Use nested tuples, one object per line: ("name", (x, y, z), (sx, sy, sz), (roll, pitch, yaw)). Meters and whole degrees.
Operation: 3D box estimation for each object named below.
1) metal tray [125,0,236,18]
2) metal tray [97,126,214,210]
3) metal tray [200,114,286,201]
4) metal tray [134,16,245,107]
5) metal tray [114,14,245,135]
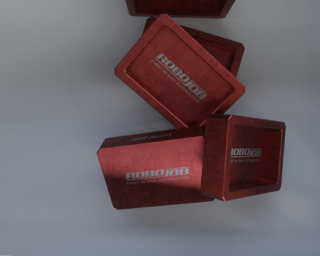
("metal tray", (0.024, -0.166, 0.379), (0.131, 0.090, 0.030), (1, 90, -1))
("metal tray", (-0.002, 0.051, 0.382), (0.131, 0.030, 0.089), (-8, 113, 9))
("metal tray", (0.104, 0.033, 0.370), (0.131, 0.030, 0.089), (4, 90, -43))
("metal tray", (0.035, -0.082, 0.409), (0.131, 0.030, 0.090), (16, 90, -1))
("metal tray", (0.024, -0.059, 0.371), (0.130, 0.030, 0.090), (41, 106, -8))
